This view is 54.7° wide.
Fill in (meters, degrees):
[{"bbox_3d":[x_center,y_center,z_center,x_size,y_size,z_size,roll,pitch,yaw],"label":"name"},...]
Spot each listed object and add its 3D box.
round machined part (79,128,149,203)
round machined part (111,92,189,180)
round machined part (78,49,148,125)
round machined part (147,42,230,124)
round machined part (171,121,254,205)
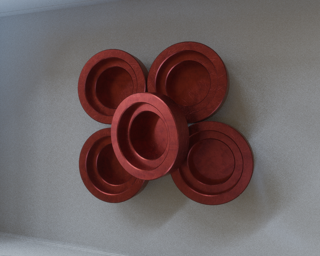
[{"bbox_3d":[-0.056,0.048,0.418,0.098,0.042,0.097,0,90,19],"label":"round machined part"},{"bbox_3d":[-0.007,0.008,0.356,0.098,0.042,0.097,5,98,37],"label":"round machined part"},{"bbox_3d":[-0.057,-0.053,0.419,0.098,0.042,0.097,0,90,19],"label":"round machined part"},{"bbox_3d":[0.037,-0.054,0.386,0.098,0.042,0.097,0,90,19],"label":"round machined part"},{"bbox_3d":[0.064,0.040,0.377,0.098,0.042,0.097,0,90,19],"label":"round machined part"}]
